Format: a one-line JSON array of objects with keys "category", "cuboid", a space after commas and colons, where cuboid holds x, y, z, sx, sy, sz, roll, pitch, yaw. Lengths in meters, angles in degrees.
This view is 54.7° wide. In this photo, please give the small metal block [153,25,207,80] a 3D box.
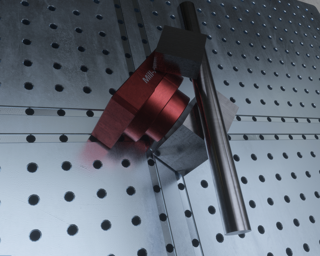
[{"category": "small metal block", "cuboid": [0.023, -0.086, 0.349, 0.050, 0.025, 0.050, 14, 52, 2]}]

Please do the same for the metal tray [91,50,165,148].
[{"category": "metal tray", "cuboid": [-0.025, -0.044, 0.381, 0.030, 0.090, 0.130, 37, 51, -4]}]

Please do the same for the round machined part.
[{"category": "round machined part", "cuboid": [0.000, -0.022, 0.381, 0.042, 0.097, 0.098, 37, 51, -5]}]

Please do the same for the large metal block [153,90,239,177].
[{"category": "large metal block", "cuboid": [0.045, 0.004, 0.393, 0.050, 0.080, 0.080, 37, 51, -4]}]

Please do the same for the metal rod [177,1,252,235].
[{"category": "metal rod", "cuboid": [0.054, -0.034, 0.357, 0.025, 0.025, 0.299, 7, 59, -25]}]
